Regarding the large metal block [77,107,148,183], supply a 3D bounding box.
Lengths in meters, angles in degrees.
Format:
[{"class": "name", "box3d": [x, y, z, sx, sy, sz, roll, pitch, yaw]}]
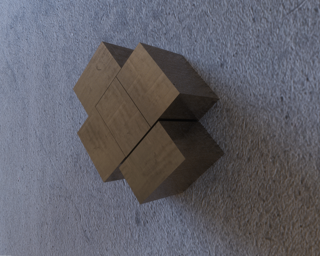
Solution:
[{"class": "large metal block", "box3d": [-0.048, 0.020, 0.409, 0.050, 0.081, 0.080, -50, 61, 28]}]

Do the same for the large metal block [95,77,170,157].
[{"class": "large metal block", "box3d": [-0.019, -0.014, 0.385, 0.050, 0.081, 0.080, -50, 61, 28]}]

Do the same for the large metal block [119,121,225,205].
[{"class": "large metal block", "box3d": [0.014, 0.038, 0.358, 0.080, 0.081, 0.050, -49, 61, 28]}]

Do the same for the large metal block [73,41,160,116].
[{"class": "large metal block", "box3d": [-0.055, -0.060, 0.414, 0.080, 0.081, 0.050, -49, 61, 28]}]

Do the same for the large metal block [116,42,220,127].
[{"class": "large metal block", "box3d": [0.010, -0.047, 0.361, 0.050, 0.081, 0.080, -50, 61, 28]}]
